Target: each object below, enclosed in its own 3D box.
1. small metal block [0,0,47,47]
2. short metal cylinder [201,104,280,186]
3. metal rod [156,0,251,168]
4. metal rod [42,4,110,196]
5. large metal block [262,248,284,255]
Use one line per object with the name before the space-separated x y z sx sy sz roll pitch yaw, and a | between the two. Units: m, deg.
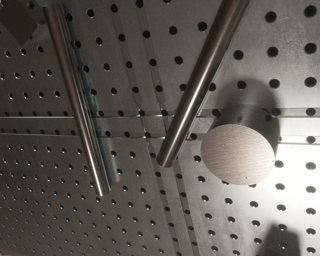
small metal block | -0.182 -0.146 0.414 0.050 0.025 0.050 -29 103 37
short metal cylinder | 0.093 0.019 0.357 0.080 0.050 0.079 13 124 20
metal rod | 0.050 -0.064 0.344 0.025 0.025 0.298 29 128 9
metal rod | -0.115 -0.023 0.455 0.025 0.025 0.298 6 121 25
large metal block | 0.157 0.235 0.438 0.050 0.080 0.079 20 126 16
